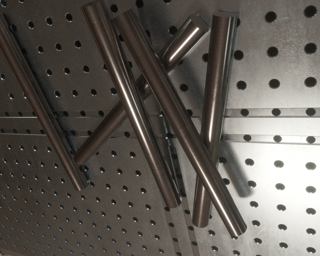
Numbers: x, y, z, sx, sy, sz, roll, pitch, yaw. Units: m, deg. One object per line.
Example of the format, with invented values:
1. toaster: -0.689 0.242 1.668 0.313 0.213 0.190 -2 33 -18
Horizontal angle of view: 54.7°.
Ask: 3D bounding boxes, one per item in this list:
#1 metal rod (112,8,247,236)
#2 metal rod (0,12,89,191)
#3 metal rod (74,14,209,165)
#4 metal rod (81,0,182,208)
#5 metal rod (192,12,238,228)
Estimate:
1. metal rod: 0.032 0.007 0.363 0.025 0.025 0.299 -18 109 35
2. metal rod: -0.185 -0.028 0.488 0.025 0.025 0.298 -7 115 31
3. metal rod: -0.044 -0.029 0.414 0.025 0.025 0.299 44 129 -3
4. metal rod: -0.024 -0.007 0.390 0.025 0.025 0.299 -1 127 28
5. metal rod: 0.062 0.014 0.385 0.025 0.025 0.298 14 124 20
